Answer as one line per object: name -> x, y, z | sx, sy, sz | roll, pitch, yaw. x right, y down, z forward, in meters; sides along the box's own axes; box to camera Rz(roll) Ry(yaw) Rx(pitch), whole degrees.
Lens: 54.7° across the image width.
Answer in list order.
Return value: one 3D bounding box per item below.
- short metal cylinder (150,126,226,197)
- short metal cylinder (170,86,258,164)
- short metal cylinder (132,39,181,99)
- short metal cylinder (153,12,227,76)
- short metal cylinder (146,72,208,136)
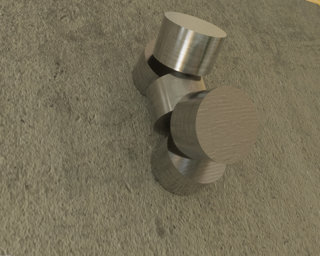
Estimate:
short metal cylinder -> 0.034, 0.039, 0.384 | 0.081, 0.050, 0.080 | 14, 56, -21
short metal cylinder -> 0.059, -0.003, 0.338 | 0.081, 0.050, 0.080 | 0, 90, -27
short metal cylinder -> 0.006, -0.080, 0.442 | 0.081, 0.050, 0.080 | 14, 56, -21
short metal cylinder -> 0.036, -0.107, 0.391 | 0.081, 0.050, 0.080 | 15, 32, -9
short metal cylinder -> 0.026, -0.030, 0.403 | 0.081, 0.080, 0.050 | 1, 61, -28
